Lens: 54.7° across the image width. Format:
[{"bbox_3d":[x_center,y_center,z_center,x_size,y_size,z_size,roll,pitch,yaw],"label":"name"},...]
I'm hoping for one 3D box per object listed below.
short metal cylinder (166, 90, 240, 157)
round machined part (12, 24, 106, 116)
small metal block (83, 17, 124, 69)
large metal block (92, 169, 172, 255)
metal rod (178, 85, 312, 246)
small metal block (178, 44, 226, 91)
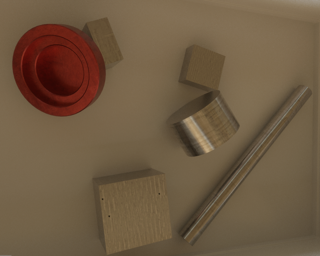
[{"bbox_3d":[0.055,-0.007,0.403,0.080,0.080,0.050,-36,102,-17],"label":"short metal cylinder"},{"bbox_3d":[-0.107,-0.065,0.346,0.098,0.042,0.097,3,109,9],"label":"round machined part"},{"bbox_3d":[-0.071,-0.097,0.371,0.025,0.050,0.050,-24,99,-22],"label":"small metal block"},{"bbox_3d":[-0.036,0.099,0.385,0.081,0.050,0.079,-7,93,-20],"label":"large metal block"},{"bbox_3d":[0.134,0.047,0.461,0.025,0.025,0.301,47,75,-15],"label":"metal rod"},{"bbox_3d":[0.059,-0.082,0.433,0.050,0.025,0.050,15,85,-20],"label":"small metal block"}]
